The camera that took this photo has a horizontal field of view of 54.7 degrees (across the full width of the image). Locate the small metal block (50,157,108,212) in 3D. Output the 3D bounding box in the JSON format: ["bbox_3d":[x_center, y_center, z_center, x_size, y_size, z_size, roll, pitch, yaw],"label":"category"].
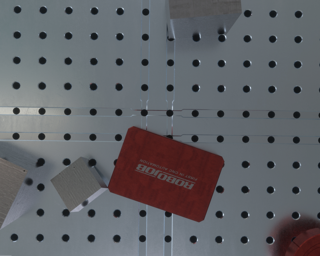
[{"bbox_3d":[-0.105,0.074,0.406,0.050,0.025,0.050,-38,73,0],"label":"small metal block"}]

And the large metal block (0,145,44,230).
[{"bbox_3d":[-0.213,0.070,0.399,0.080,0.050,0.080,25,90,0],"label":"large metal block"}]

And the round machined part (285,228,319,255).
[{"bbox_3d":[0.211,0.179,0.406,0.099,0.042,0.097,0,90,0],"label":"round machined part"}]

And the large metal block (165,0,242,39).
[{"bbox_3d":[0.049,-0.150,0.386,0.080,0.080,0.050,-5,90,0],"label":"large metal block"}]

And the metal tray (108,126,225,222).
[{"bbox_3d":[0.008,0.059,0.411,0.131,0.030,0.090,19,90,0],"label":"metal tray"}]
